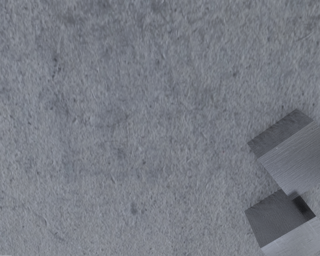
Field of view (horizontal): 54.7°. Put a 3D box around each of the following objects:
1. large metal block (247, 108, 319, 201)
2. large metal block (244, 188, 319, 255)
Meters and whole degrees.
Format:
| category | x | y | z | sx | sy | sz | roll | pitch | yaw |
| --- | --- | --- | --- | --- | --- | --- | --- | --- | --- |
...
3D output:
| category | x | y | z | sx | sy | sz | roll | pitch | yaw |
| --- | --- | --- | --- | --- | --- | --- | --- | --- | --- |
| large metal block | 0.178 | 0.035 | 0.412 | 0.080 | 0.050 | 0.080 | -38 | 106 | 12 |
| large metal block | 0.176 | 0.136 | 0.433 | 0.080 | 0.080 | 0.050 | -36 | 107 | 12 |
